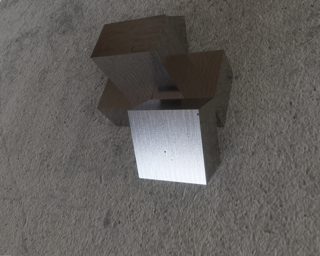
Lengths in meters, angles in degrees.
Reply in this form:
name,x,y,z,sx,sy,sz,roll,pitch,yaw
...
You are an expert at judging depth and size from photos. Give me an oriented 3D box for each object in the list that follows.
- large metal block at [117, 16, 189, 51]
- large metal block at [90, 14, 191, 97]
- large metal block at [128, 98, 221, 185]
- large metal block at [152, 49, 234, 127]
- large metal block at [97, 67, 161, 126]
name,x,y,z,sx,sy,sz,roll,pitch,yaw
large metal block,-0.014,-0.130,0.448,0.080,0.050,0.080,0,18,28
large metal block,-0.019,-0.080,0.364,0.080,0.080,0.050,1,63,28
large metal block,0.018,0.012,0.344,0.080,0.079,0.050,1,18,28
large metal block,0.042,-0.048,0.394,0.080,0.050,0.080,1,62,28
large metal block,-0.029,-0.049,0.431,0.080,0.050,0.080,1,62,28
